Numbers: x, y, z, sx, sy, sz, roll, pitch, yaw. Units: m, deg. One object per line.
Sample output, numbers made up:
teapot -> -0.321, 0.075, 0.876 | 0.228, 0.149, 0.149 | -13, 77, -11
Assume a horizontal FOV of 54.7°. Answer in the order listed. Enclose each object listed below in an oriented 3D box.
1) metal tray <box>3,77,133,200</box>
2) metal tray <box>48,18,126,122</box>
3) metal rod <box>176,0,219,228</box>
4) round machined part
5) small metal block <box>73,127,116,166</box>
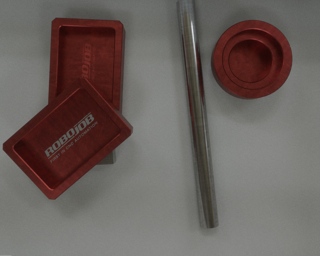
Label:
metal tray -> -0.110, 0.012, 0.378 | 0.130, 0.030, 0.090 | -40, 94, 3
metal tray -> -0.095, -0.074, 0.407 | 0.091, 0.030, 0.129 | 2, 90, -1
metal rod -> 0.050, -0.019, 0.412 | 0.025, 0.025, 0.298 | -6, 90, -1
round machined part -> 0.116, -0.086, 0.404 | 0.099, 0.042, 0.097 | 0, 90, -1
small metal block -> -0.087, 0.023, 0.410 | 0.050, 0.025, 0.050 | -4, 90, -1
